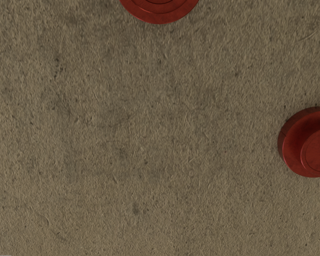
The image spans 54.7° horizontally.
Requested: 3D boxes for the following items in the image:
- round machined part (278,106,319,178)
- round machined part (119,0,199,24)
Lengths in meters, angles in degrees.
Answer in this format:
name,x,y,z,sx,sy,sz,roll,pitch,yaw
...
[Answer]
name,x,y,z,sx,sy,sz,roll,pitch,yaw
round machined part,0.212,0.024,0.411,0.099,0.042,0.097,0,110,0
round machined part,-0.001,-0.166,0.339,0.099,0.042,0.097,0,110,0
